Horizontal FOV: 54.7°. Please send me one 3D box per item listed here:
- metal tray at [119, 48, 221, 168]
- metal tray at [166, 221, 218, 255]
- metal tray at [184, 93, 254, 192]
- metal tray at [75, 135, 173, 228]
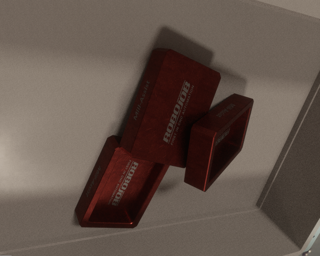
[{"bbox_3d":[0.014,-0.021,0.382,0.091,0.030,0.129,17,95,-35],"label":"metal tray"},{"bbox_3d":[0.065,0.250,0.601,0.091,0.030,0.129,-21,127,-16],"label":"metal tray"},{"bbox_3d":[0.083,0.015,0.421,0.131,0.030,0.089,-34,137,-47],"label":"metal tray"},{"bbox_3d":[-0.050,0.079,0.427,0.091,0.030,0.129,15,111,-35],"label":"metal tray"}]
